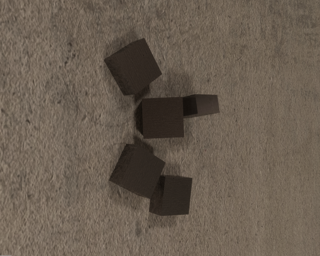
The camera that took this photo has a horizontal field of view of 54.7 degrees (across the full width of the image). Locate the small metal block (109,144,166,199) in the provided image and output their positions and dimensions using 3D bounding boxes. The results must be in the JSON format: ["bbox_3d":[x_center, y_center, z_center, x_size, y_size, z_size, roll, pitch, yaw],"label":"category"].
[{"bbox_3d":[-0.027,0.054,0.384,0.050,0.025,0.050,37,67,-34],"label":"small metal block"}]

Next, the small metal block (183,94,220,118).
[{"bbox_3d":[0.045,-0.029,0.423,0.050,0.050,0.025,-5,87,-47],"label":"small metal block"}]

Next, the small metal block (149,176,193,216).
[{"bbox_3d":[0.015,0.090,0.420,0.050,0.025,0.050,11,83,-40],"label":"small metal block"}]

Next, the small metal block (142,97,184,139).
[{"bbox_3d":[0.004,-0.013,0.393,0.050,0.025,0.050,-2,92,0],"label":"small metal block"}]

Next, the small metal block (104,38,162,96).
[{"bbox_3d":[-0.032,-0.075,0.380,0.050,0.025,0.050,-42,116,-32],"label":"small metal block"}]
